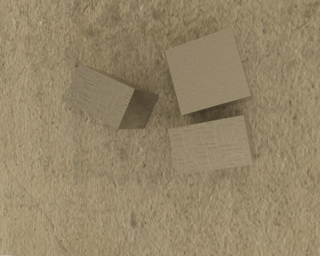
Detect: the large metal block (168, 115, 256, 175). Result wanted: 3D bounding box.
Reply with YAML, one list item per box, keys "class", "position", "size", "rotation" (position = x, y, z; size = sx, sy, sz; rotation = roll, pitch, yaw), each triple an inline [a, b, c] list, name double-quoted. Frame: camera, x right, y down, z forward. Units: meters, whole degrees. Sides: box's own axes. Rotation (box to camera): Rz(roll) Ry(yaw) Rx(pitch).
- class: "large metal block"
  position: [0.064, 0.018, 0.357]
  size: [0.080, 0.080, 0.050]
  rotation: [-11, 87, 19]

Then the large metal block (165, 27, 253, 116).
- class: "large metal block"
  position: [0.060, -0.063, 0.374]
  size: [0.080, 0.050, 0.080]
  rotation: [-16, 85, 19]

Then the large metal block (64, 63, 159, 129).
- class: "large metal block"
  position: [-0.059, -0.038, 0.399]
  size: [0.080, 0.080, 0.050]
  rotation: [26, 99, 17]
